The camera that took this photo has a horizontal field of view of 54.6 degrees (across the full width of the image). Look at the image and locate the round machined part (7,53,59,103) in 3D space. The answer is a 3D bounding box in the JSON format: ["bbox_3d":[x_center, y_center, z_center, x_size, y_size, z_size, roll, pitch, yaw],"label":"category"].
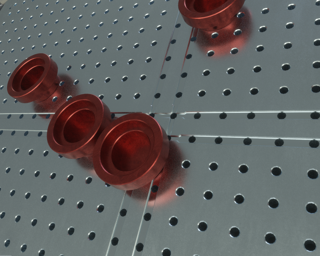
[{"bbox_3d":[-0.228,-0.086,0.572,0.098,0.042,0.098,-13,56,21],"label":"round machined part"}]

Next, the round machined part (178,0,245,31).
[{"bbox_3d":[0.081,-0.187,0.471,0.098,0.042,0.098,-13,56,21],"label":"round machined part"}]

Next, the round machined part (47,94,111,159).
[{"bbox_3d":[-0.113,0.001,0.458,0.098,0.042,0.098,-13,56,21],"label":"round machined part"}]

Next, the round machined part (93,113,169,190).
[{"bbox_3d":[-0.033,0.033,0.396,0.098,0.042,0.098,-13,56,21],"label":"round machined part"}]
